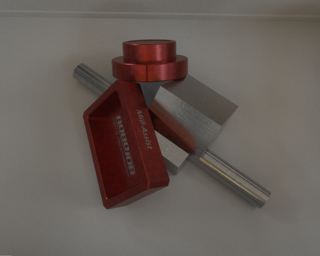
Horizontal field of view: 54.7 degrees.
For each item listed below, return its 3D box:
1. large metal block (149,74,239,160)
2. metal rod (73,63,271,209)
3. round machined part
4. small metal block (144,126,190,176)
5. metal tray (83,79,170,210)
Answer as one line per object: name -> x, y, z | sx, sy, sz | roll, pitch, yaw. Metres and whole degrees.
large metal block -> 0.040, -0.018, 0.381 | 0.080, 0.050, 0.080 | 35, 31, 12
metal rod -> 0.007, 0.004, 0.407 | 0.300, 0.025, 0.025 | 35, 74, 11
round machined part -> -0.013, -0.091, 0.400 | 0.099, 0.098, 0.042 | -2, 111, -1
small metal block -> 0.009, 0.030, 0.384 | 0.050, 0.050, 0.025 | 36, 74, 12
metal tray -> -0.045, 0.020, 0.367 | 0.030, 0.090, 0.130 | 2, 63, -44
